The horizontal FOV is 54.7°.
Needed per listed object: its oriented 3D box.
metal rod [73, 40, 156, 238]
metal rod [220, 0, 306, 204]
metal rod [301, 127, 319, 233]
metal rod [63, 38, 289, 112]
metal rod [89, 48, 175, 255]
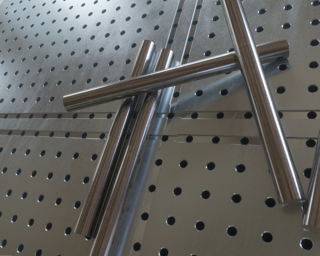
[{"bbox_3d":[-0.056,-0.002,0.436,0.025,0.025,0.300,2,62,29],"label":"metal rod"},{"bbox_3d":[0.107,-0.065,0.358,0.025,0.025,0.299,-17,65,18],"label":"metal rod"},{"bbox_3d":[0.193,-0.039,0.330,0.025,0.025,0.300,9,66,31],"label":"metal rod"},{"bbox_3d":[0.013,-0.067,0.414,0.301,0.025,0.025,-13,56,10],"label":"metal rod"},{"bbox_3d":[-0.029,0.019,0.410,0.025,0.025,0.300,3,63,29],"label":"metal rod"}]
